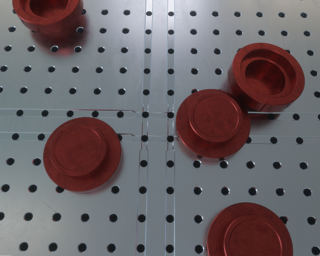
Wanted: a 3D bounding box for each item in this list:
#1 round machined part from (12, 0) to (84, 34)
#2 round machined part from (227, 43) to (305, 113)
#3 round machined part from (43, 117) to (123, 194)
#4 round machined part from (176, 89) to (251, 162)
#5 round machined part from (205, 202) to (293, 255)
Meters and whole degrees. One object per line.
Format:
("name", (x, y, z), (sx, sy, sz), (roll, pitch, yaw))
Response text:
("round machined part", (-0.165, -0.183, 0.469), (0.099, 0.042, 0.098), (0, 70, 0))
("round machined part", (0.139, -0.064, 0.422), (0.099, 0.042, 0.098), (3, 65, -7))
("round machined part", (-0.098, 0.031, 0.391), (0.099, 0.042, 0.098), (0, 70, 0))
("round machined part", (0.070, -0.008, 0.406), (0.099, 0.042, 0.098), (0, 70, 0))
("round machined part", (0.103, 0.135, 0.354), (0.099, 0.042, 0.098), (0, 70, 0))
